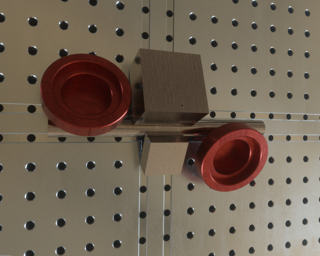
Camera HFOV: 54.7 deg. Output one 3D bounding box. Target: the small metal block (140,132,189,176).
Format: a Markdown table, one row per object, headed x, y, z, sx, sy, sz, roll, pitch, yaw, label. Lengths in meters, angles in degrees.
| x | y | z | sx | sy | sz | roll | pitch | yaw | label |
| --- | --- | --- | --- | --- | --- | --- | --- | --- | --- |
| 0.005 | 0.034 | 0.404 | 0.050 | 0.025 | 0.050 | 1 | 119 | -20 | small metal block |

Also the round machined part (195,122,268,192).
| x | y | z | sx | sy | sz | roll | pitch | yaw | label |
| --- | --- | --- | --- | --- | --- | --- | --- | --- | --- |
| 0.094 | 0.036 | 0.425 | 0.099 | 0.042 | 0.097 | -8 | 118 | -16 | round machined part |

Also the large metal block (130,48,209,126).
| x | y | z | sx | sy | sz | roll | pitch | yaw | label |
| --- | --- | --- | --- | --- | --- | --- | --- | --- | --- |
| 0.009 | -0.048 | 0.391 | 0.081 | 0.050 | 0.080 | 1 | 72 | -20 | large metal block |

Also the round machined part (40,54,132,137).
| x | y | z | sx | sy | sz | roll | pitch | yaw | label |
| --- | --- | --- | --- | --- | --- | --- | --- | --- | --- |
| -0.085 | -0.034 | 0.358 | 0.099 | 0.042 | 0.098 | 9 | 61 | -16 | round machined part |

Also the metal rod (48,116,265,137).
| x | y | z | sx | sy | sz | roll | pitch | yaw | label |
| --- | --- | --- | --- | --- | --- | --- | --- | --- | --- |
| 0.010 | 0.000 | 0.417 | 0.302 | 0.025 | 0.025 | 0 | 90 | -20 | metal rod |
